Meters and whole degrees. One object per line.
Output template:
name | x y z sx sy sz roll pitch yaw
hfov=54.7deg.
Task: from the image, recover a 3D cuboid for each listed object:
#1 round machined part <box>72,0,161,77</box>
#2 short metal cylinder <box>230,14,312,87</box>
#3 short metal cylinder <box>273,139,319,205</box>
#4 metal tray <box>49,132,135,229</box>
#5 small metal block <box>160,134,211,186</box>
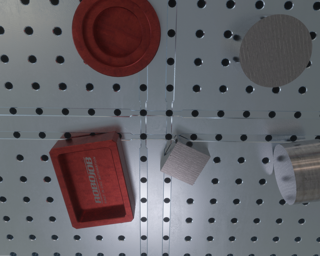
round machined part | -0.048 -0.112 0.363 0.099 0.042 0.097 0 110 0
short metal cylinder | 0.129 -0.093 0.367 0.081 0.050 0.079 0 110 0
short metal cylinder | 0.188 0.057 0.407 0.050 0.080 0.079 -8 110 3
metal tray | -0.091 0.076 0.437 0.091 0.030 0.129 -9 110 3
small metal block | 0.034 0.045 0.430 0.050 0.025 0.050 26 108 -9
